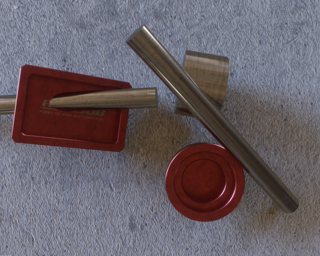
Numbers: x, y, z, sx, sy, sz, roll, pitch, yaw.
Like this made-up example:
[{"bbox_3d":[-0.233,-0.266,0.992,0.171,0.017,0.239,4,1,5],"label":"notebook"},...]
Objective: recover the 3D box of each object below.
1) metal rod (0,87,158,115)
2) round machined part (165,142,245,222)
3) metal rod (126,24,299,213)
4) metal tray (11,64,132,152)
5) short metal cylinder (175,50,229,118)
[{"bbox_3d":[-0.154,-0.031,0.390,0.302,0.025,0.025,-2,90,7],"label":"metal rod"},{"bbox_3d":[0.056,0.067,0.402,0.099,0.042,0.097,0,90,0],"label":"round machined part"},{"bbox_3d":[0.075,0.006,0.356,0.025,0.025,0.300,-45,113,0],"label":"metal rod"},{"bbox_3d":[-0.106,-0.022,0.384,0.131,0.030,0.089,7,90,-21],"label":"metal tray"},{"bbox_3d":[0.050,-0.052,0.383,0.050,0.080,0.080,10,90,0],"label":"short metal cylinder"}]
